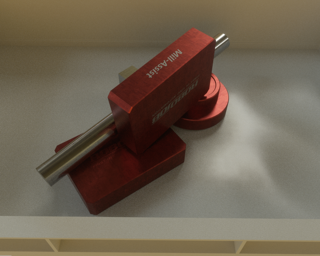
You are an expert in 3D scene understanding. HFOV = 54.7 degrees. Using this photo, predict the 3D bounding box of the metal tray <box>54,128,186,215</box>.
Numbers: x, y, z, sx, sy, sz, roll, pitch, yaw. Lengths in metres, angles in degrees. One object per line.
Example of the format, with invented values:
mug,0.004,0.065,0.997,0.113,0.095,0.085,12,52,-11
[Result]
metal tray,-0.046,0.032,0.373,0.131,0.030,0.090,-28,56,-22

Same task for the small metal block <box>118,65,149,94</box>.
small metal block,-0.030,-0.050,0.429,0.025,0.050,0.050,-37,60,-27

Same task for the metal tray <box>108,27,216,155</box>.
metal tray,0.007,-0.040,0.346,0.030,0.090,0.131,37,65,23

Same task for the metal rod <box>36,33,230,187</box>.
metal rod,-0.016,-0.037,0.383,0.025,0.025,0.301,37,63,26

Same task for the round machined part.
round machined part,0.047,-0.048,0.432,0.099,0.042,0.098,0,50,0
